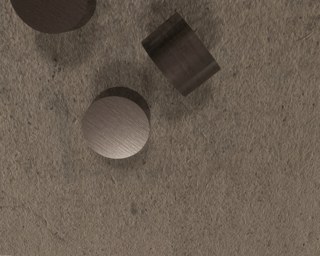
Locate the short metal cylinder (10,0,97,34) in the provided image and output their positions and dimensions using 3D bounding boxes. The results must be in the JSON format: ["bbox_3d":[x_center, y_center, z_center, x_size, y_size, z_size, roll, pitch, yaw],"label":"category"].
[{"bbox_3d":[-0.115,-0.147,0.341,0.081,0.050,0.079,0,110,-1],"label":"short metal cylinder"}]

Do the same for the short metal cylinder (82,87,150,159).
[{"bbox_3d":[-0.053,-0.008,0.393,0.081,0.050,0.079,0,110,-1],"label":"short metal cylinder"}]

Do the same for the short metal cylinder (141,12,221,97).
[{"bbox_3d":[0.024,-0.082,0.351,0.050,0.080,0.080,-38,106,12],"label":"short metal cylinder"}]
